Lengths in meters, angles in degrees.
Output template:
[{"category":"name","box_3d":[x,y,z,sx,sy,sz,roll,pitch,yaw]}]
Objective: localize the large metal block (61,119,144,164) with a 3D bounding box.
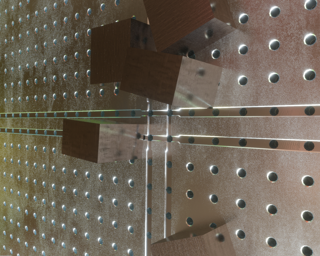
[{"category":"large metal block","box_3d":[-0.081,0.015,0.442,0.080,0.081,0.050,7,95,40]}]

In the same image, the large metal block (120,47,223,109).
[{"category":"large metal block","box_3d":[0.014,-0.058,0.363,0.080,0.081,0.050,20,103,38]}]

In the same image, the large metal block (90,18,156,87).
[{"category":"large metal block","box_3d":[-0.052,-0.101,0.438,0.080,0.050,0.080,2,92,40]}]

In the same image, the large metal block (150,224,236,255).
[{"category":"large metal block","box_3d":[0.043,0.163,0.358,0.080,0.050,0.080,-26,74,37]}]

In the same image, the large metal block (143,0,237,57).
[{"category":"large metal block","box_3d":[0.033,-0.138,0.367,0.080,0.050,0.080,-24,75,37]}]
